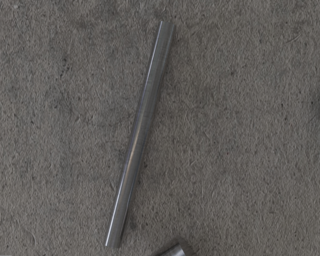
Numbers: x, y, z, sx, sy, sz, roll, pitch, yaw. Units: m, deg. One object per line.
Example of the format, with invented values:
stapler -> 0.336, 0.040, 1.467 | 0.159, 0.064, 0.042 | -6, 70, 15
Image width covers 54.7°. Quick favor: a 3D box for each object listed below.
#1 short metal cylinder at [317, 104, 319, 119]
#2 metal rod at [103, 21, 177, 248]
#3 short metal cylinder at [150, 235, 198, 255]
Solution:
short metal cylinder -> 0.244, -0.031, 0.384 | 0.080, 0.080, 0.050 | 10, 90, 0
metal rod -> -0.026, 0.009, 0.409 | 0.025, 0.025, 0.298 | 14, 90, 0
short metal cylinder -> 0.025, 0.182, 0.383 | 0.050, 0.080, 0.080 | -37, 90, 0
